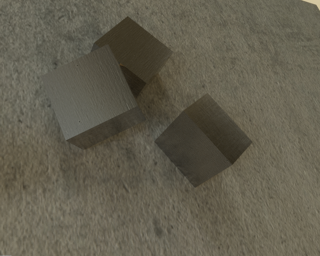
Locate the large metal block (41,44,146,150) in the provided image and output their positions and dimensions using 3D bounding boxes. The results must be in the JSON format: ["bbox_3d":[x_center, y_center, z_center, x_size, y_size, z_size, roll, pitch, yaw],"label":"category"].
[{"bbox_3d":[-0.072,-0.033,0.346,0.080,0.050,0.080,-26,73,-1],"label":"large metal block"}]

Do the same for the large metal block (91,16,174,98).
[{"bbox_3d":[-0.041,-0.093,0.424,0.080,0.050,0.080,38,51,-4],"label":"large metal block"}]

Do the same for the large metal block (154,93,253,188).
[{"bbox_3d":[0.051,0.017,0.387,0.080,0.080,0.050,49,51,5],"label":"large metal block"}]
